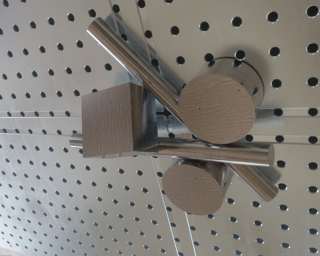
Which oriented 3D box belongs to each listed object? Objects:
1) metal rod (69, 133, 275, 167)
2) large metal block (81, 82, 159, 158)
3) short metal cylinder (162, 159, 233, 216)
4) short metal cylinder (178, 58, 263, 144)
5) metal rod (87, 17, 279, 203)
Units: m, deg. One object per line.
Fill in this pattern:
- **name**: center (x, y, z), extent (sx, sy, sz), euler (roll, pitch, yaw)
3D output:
- **metal rod**: center (-0.009, 0.024, 0.404), extent (0.300, 0.025, 0.025), euler (2, 120, 34)
- **large metal block**: center (-0.051, -0.005, 0.391), extent (0.080, 0.050, 0.080), euler (-10, 79, 33)
- **short metal cylinder**: center (0.050, 0.067, 0.405), extent (0.080, 0.050, 0.079), euler (13, 124, 21)
- **short metal cylinder**: center (0.067, -0.030, 0.337), extent (0.080, 0.050, 0.079), euler (13, 124, 21)
- **metal rod**: center (0.030, -0.020, 0.379), extent (0.300, 0.025, 0.025), euler (44, 129, -3)
